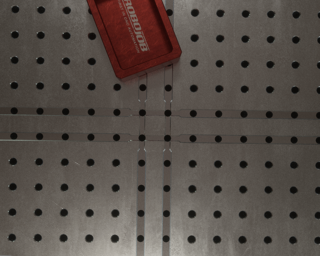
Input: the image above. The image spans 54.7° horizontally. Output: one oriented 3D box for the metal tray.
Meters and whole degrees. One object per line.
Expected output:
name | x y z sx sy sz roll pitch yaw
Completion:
metal tray | -0.036 -0.137 0.410 0.090 0.030 0.129 -21 90 -1
